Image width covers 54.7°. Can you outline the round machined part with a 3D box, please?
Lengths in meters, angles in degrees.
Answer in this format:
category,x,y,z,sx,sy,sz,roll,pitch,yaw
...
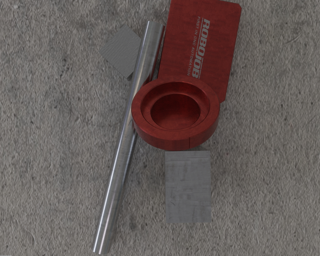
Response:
category,x,y,z,sx,sy,sz,roll,pitch,yaw
round machined part,0.018,-0.013,0.359,0.099,0.042,0.098,-2,51,3

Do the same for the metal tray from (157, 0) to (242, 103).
category,x,y,z,sx,sy,sz,roll,pitch,yaw
metal tray,0.049,-0.102,0.408,0.091,0.030,0.129,10,90,0

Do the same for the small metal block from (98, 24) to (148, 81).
category,x,y,z,sx,sy,sz,roll,pitch,yaw
small metal block,-0.044,-0.099,0.410,0.050,0.025,0.050,44,90,0

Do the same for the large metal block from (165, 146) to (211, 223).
category,x,y,z,sx,sy,sz,roll,pitch,yaw
large metal block,0.031,0.065,0.383,0.050,0.080,0.080,-1,90,0

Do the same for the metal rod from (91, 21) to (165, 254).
category,x,y,z,sx,sy,sz,roll,pitch,yaw
metal rod,-0.042,0.016,0.395,0.025,0.025,0.298,14,96,0
